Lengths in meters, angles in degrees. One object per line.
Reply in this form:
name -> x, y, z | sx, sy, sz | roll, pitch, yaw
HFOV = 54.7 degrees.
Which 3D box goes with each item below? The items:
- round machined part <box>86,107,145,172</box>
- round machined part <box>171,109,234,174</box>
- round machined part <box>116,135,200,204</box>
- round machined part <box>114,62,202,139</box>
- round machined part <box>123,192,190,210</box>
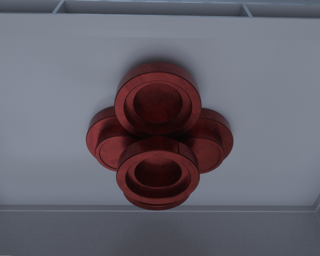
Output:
round machined part -> -0.050, 0.022, 0.414 | 0.099, 0.042, 0.097 | -1, 130, 0
round machined part -> 0.050, 0.025, 0.417 | 0.099, 0.042, 0.097 | -1, 130, 0
round machined part -> -0.002, 0.047, 0.380 | 0.099, 0.042, 0.097 | -1, 130, 0
round machined part -> -0.002, -0.034, 0.366 | 0.099, 0.042, 0.097 | -1, 130, 0
round machined part -> -0.004, 0.077, 0.461 | 0.099, 0.042, 0.097 | -1, 130, 0
